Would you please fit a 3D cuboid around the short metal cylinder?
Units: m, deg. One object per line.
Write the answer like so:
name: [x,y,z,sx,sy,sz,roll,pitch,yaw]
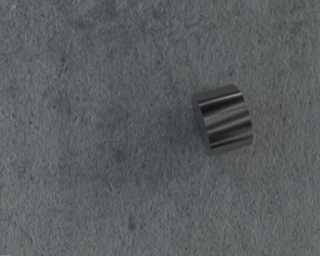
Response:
short metal cylinder: [0.075,-0.010,0.384,0.050,0.080,0.080,-15,90,0]
